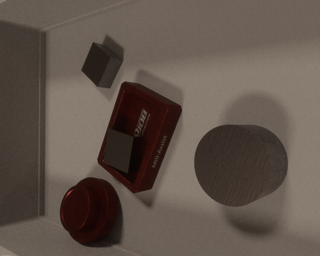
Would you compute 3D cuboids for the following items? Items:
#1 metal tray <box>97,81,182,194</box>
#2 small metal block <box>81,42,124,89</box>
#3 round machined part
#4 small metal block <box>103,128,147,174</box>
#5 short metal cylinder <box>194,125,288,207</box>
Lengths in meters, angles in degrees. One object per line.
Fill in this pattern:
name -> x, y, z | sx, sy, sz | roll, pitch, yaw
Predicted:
metal tray -> -0.032, 0.012, 0.427 | 0.090, 0.030, 0.129 | 32, 110, 35
small metal block -> -0.090, -0.097, 0.479 | 0.050, 0.025, 0.050 | 44, 116, 31
round machined part -> -0.114, 0.124, 0.472 | 0.098, 0.042, 0.098 | -14, 66, 35
small metal block -> -0.049, 0.030, 0.428 | 0.050, 0.025, 0.050 | 16, 100, 38
short metal cylinder -> 0.083, 0.036, 0.321 | 0.080, 0.050, 0.079 | 0, 90, 39
